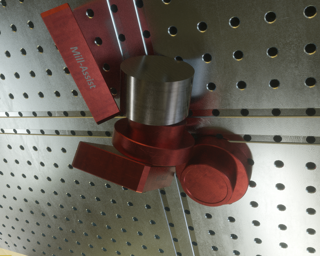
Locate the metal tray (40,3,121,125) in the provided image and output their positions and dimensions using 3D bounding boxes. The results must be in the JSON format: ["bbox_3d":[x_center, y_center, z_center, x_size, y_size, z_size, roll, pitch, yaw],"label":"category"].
[{"bbox_3d":[-0.093,-0.075,0.371,0.030,0.090,0.129,-26,110,-7],"label":"metal tray"}]

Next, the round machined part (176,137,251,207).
[{"bbox_3d":[0.065,0.063,0.404,0.098,0.042,0.097,13,124,20],"label":"round machined part"}]

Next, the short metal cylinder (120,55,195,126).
[{"bbox_3d":[-0.004,-0.045,0.348,0.080,0.080,0.050,17,123,18],"label":"short metal cylinder"}]

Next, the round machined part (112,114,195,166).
[{"bbox_3d":[-0.006,0.004,0.371,0.098,0.098,0.042,19,110,17],"label":"round machined part"}]

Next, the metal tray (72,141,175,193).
[{"bbox_3d":[-0.039,0.049,0.397,0.090,0.130,0.030,17,88,18],"label":"metal tray"}]
